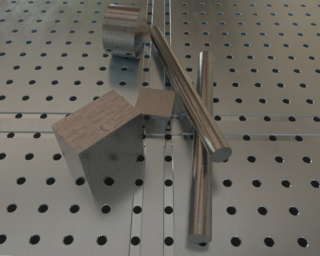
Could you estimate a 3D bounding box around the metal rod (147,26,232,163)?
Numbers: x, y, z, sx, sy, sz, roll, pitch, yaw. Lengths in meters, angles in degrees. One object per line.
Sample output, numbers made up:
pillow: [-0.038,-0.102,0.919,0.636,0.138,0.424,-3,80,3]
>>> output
metal rod: [0.029,-0.070,0.445,0.025,0.025,0.300,-11,45,-10]

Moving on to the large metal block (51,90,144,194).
large metal block: [-0.067,0.016,0.358,0.080,0.080,0.050,-36,59,-26]

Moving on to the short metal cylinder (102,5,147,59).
short metal cylinder: [-0.056,-0.155,0.502,0.050,0.080,0.080,10,51,7]

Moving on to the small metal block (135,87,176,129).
small metal block: [-0.007,-0.028,0.431,0.050,0.025,0.050,7,50,5]

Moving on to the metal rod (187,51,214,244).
metal rod: [0.057,-0.002,0.409,0.025,0.025,0.300,5,50,4]
